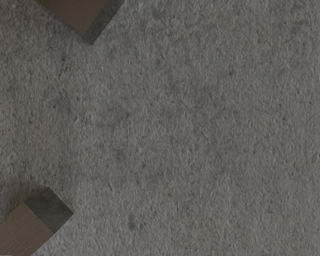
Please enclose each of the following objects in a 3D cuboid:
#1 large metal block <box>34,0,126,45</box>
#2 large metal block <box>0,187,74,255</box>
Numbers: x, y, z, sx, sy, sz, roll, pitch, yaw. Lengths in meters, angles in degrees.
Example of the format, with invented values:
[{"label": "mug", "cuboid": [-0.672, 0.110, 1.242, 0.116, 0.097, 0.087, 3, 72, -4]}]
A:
[{"label": "large metal block", "cuboid": [-0.101, -0.168, 0.396, 0.080, 0.050, 0.080, 36, 90, -1]}, {"label": "large metal block", "cuboid": [-0.163, 0.126, 0.380, 0.080, 0.080, 0.050, -43, 91, 0]}]
